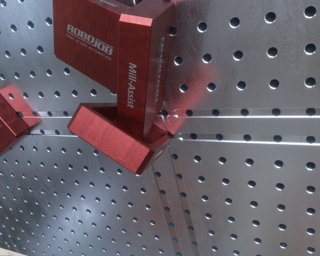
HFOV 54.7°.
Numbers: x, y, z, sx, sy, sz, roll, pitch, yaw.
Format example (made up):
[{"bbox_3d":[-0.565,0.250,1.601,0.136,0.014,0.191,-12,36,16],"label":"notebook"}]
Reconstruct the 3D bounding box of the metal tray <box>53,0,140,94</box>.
[{"bbox_3d":[-0.071,-0.103,0.360,0.130,0.030,0.089,32,130,25],"label":"metal tray"}]

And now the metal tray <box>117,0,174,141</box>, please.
[{"bbox_3d":[-0.016,-0.063,0.334,0.030,0.090,0.129,13,124,9],"label":"metal tray"}]

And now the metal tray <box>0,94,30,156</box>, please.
[{"bbox_3d":[-0.305,0.001,0.565,0.130,0.030,0.090,-30,102,37],"label":"metal tray"}]

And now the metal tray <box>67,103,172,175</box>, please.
[{"bbox_3d":[-0.039,0.006,0.368,0.090,0.130,0.030,33,99,6],"label":"metal tray"}]
